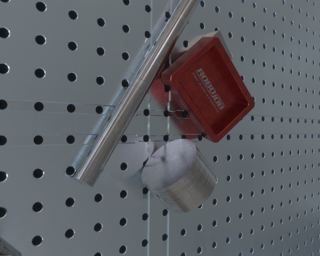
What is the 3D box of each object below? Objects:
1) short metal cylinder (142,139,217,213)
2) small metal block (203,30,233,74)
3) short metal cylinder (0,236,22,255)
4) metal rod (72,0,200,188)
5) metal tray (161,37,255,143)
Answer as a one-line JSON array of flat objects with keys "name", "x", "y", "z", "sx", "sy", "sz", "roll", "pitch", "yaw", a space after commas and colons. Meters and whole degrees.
[{"name": "short metal cylinder", "x": 0.024, "y": 0.060, "z": 0.394, "sx": 0.050, "sy": 0.080, "sz": 0.080, "roll": 51, "pitch": 60, "yaw": -28}, {"name": "small metal block", "x": 0.080, "y": -0.114, "z": 0.476, "sx": 0.050, "sy": 0.025, "sz": 0.050, "roll": -47, "pitch": 118, "yaw": -30}, {"name": "short metal cylinder", "x": -0.159, "y": 0.117, "z": 0.241, "sx": 0.080, "sy": 0.080, "sz": 0.050, "roll": -49, "pitch": 120, "yaw": -29}, {"name": "metal rod", "x": -0.019, "y": -0.064, "z": 0.392, "sx": 0.025, "sy": 0.025, "sz": 0.300, "roll": 42, "pitch": 65, "yaw": -32}, {"name": "metal tray", "x": 0.073, "y": -0.053, "z": 0.448, "sx": 0.090, "sy": 0.030, "sz": 0.130, "roll": -43, "pitch": 118, "yaw": -9}]
